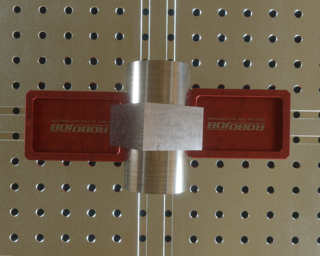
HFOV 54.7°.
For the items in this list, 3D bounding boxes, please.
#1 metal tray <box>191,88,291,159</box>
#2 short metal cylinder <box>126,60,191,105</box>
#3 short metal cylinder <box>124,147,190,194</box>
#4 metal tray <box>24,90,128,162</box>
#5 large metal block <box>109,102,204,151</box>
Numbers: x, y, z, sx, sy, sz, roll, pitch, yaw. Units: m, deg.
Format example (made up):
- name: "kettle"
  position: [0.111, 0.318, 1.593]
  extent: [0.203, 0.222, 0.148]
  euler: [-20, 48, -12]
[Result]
- name: "metal tray"
  position: [0.102, -0.005, 0.411]
  extent: [0.131, 0.030, 0.089]
  euler: [1, 90, 0]
- name: "short metal cylinder"
  position: [-0.001, -0.051, 0.385]
  extent: [0.081, 0.080, 0.050]
  euler: [1, 90, 0]
- name: "short metal cylinder"
  position: [-0.004, 0.049, 0.385]
  extent: [0.081, 0.080, 0.050]
  euler: [2, 90, 0]
- name: "metal tray"
  position: [-0.107, -0.003, 0.409]
  extent: [0.131, 0.030, 0.089]
  euler: [1, 90, 0]
- name: "large metal block"
  position: [-0.006, -0.001, 0.371]
  extent: [0.081, 0.080, 0.050]
  euler: [2, 90, -34]
